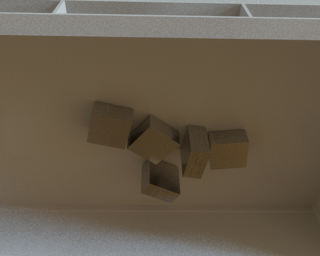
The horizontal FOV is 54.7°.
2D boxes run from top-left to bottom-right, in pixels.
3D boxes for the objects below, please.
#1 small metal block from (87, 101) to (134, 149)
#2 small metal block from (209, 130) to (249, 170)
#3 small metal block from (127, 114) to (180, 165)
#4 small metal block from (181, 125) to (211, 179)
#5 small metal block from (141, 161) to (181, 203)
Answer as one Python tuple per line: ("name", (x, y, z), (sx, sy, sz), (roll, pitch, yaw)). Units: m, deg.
("small metal block", (-0.065, -0.003, 0.403), (0.050, 0.025, 0.050), (12, 129, -10))
("small metal block", (0.095, 0.031, 0.434), (0.050, 0.025, 0.050), (-4, 130, 3))
("small metal block", (-0.009, 0.017, 0.420), (0.050, 0.025, 0.050), (31, 123, -24))
("small metal block", (0.047, 0.032, 0.419), (0.025, 0.050, 0.050), (7, 130, -7))
("small metal block", (0.001, 0.076, 0.455), (0.050, 0.050, 0.025), (24, 127, -20))
